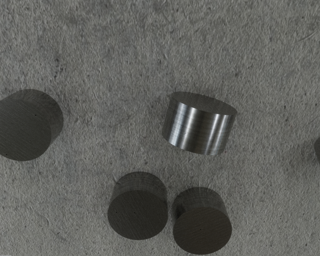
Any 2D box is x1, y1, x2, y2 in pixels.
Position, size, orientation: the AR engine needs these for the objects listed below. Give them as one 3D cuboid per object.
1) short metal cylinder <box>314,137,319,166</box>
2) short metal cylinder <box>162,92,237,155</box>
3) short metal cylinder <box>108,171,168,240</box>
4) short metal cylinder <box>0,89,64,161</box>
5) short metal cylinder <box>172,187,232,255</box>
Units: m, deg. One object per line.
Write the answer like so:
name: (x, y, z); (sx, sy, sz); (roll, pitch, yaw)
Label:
short metal cylinder: (0.247, 0.038, 0.396); (0.080, 0.080, 0.050); (-24, 109, 8)
short metal cylinder: (0.047, -0.008, 0.378); (0.080, 0.080, 0.050); (13, 110, -5)
short metal cylinder: (-0.030, 0.109, 0.436); (0.081, 0.050, 0.079); (0, 110, 0)
short metal cylinder: (-0.170, -0.005, 0.393); (0.081, 0.050, 0.079); (0, 110, 0)
short metal cylinder: (0.058, 0.133, 0.446); (0.081, 0.050, 0.079); (0, 110, 0)
